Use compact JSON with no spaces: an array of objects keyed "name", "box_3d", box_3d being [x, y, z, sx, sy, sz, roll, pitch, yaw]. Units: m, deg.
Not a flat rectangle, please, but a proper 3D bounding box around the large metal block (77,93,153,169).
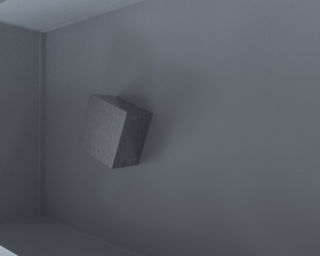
[{"name":"large metal block","box_3d":[-0.065,0.003,0.442,0.080,0.050,0.079,27,107,36]}]
